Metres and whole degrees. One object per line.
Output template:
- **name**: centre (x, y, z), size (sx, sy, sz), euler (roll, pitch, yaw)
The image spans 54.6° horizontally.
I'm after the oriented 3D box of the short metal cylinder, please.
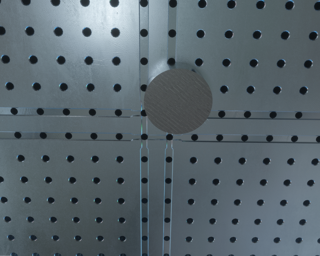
- **short metal cylinder**: centre (0.021, -0.038, 0.386), size (0.080, 0.050, 0.079), euler (0, 110, 0)
